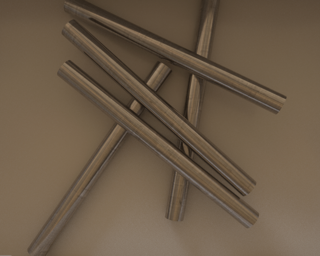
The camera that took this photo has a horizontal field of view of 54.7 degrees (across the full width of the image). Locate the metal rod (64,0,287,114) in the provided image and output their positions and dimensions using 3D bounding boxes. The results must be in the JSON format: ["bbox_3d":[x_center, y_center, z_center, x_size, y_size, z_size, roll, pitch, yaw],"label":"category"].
[{"bbox_3d":[0.013,-0.096,0.391,0.301,0.025,0.025,27,90,7],"label":"metal rod"}]

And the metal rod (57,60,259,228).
[{"bbox_3d":[-0.002,0.020,0.385,0.300,0.025,0.025,39,90,-1],"label":"metal rod"}]

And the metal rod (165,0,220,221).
[{"bbox_3d":[0.044,-0.027,0.412,0.025,0.025,0.298,10,90,-1],"label":"metal rod"}]

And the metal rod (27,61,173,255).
[{"bbox_3d":[-0.079,0.042,0.410,0.025,0.025,0.299,35,90,-1],"label":"metal rod"}]

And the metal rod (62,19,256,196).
[{"bbox_3d":[-0.001,-0.024,0.385,0.300,0.025,0.025,42,90,-1],"label":"metal rod"}]
